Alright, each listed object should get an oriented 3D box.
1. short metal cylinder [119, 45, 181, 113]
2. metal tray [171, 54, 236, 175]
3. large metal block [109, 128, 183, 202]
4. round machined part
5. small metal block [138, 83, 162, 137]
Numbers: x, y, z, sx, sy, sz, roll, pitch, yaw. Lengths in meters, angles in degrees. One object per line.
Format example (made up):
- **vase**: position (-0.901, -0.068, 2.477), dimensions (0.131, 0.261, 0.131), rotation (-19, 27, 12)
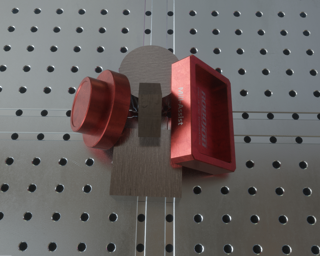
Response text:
- **short metal cylinder**: position (-0.012, -0.064, 0.421), dimensions (0.081, 0.050, 0.080), rotation (0, 70, 0)
- **metal tray**: position (0.055, -0.014, 0.384), dimensions (0.030, 0.090, 0.130), rotation (-17, 63, 40)
- **large metal block**: position (-0.015, 0.047, 0.381), dimensions (0.080, 0.050, 0.080), rotation (2, 70, 1)
- **round machined part**: position (-0.077, -0.024, 0.377), dimensions (0.042, 0.098, 0.098), rotation (14, 67, -31)
- **small metal block**: position (-0.012, -0.022, 0.361), dimensions (0.025, 0.050, 0.050), rotation (1, 112, -3)
